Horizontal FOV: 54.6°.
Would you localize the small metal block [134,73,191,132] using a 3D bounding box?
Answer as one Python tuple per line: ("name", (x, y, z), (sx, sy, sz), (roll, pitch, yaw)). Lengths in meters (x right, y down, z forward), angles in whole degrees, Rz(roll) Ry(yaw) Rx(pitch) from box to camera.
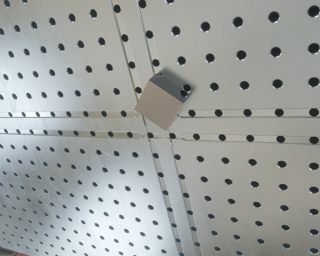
("small metal block", (0.002, -0.032, 0.391), (0.050, 0.025, 0.050), (35, 129, 5))
